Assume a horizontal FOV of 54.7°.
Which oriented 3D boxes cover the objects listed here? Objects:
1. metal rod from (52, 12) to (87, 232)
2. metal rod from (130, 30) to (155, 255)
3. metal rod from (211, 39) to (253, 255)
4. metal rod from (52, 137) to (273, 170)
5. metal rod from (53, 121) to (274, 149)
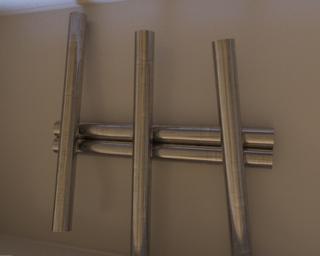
[{"bbox_3d":[-0.123,-0.014,0.426,0.025,0.025,0.298,-1,81,19],"label":"metal rod"},{"bbox_3d":[-0.022,0.030,0.390,0.025,0.025,0.298,2,91,19],"label":"metal rod"},{"bbox_3d":[0.086,0.052,0.355,0.025,0.025,0.298,-4,97,19],"label":"metal rod"},{"bbox_3d":[-0.010,0.031,0.412,0.301,0.025,0.025,2,91,19],"label":"metal rod"},{"bbox_3d":[-0.009,0.007,0.412,0.301,0.025,0.025,2,91,19],"label":"metal rod"}]
